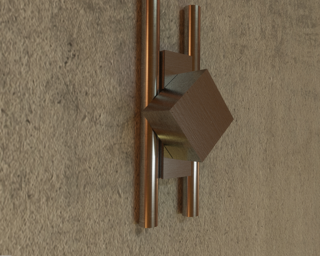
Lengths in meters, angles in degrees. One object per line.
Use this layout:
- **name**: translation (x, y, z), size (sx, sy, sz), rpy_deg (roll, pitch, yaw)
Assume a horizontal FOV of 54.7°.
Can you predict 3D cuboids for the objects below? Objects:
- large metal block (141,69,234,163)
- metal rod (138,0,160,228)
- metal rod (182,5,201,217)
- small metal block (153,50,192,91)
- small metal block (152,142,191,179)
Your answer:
- **large metal block**: translation (0.037, -0.015, 0.388), size (0.080, 0.050, 0.080), rpy_deg (-49, 119, -29)
- **metal rod**: translation (-0.013, -0.025, 0.397), size (0.025, 0.025, 0.298), rpy_deg (1, 90, -40)
- **metal rod**: translation (0.045, -0.024, 0.447), size (0.025, 0.025, 0.298), rpy_deg (1, 90, -40)
- **small metal block**: translation (0.017, -0.075, 0.421), size (0.050, 0.025, 0.050), rpy_deg (1, 90, -40)
- **small metal block**: translation (0.016, 0.041, 0.420), size (0.050, 0.025, 0.050), rpy_deg (1, 90, -40)
